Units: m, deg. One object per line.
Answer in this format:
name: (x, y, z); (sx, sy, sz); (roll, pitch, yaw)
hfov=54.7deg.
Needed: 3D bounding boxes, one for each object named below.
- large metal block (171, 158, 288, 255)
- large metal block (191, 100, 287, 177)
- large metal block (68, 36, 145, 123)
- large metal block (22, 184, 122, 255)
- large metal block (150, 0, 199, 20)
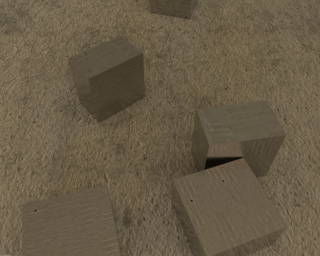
large metal block: (0.064, 0.087, 0.315); (0.081, 0.050, 0.080); (-15, 52, -13)
large metal block: (0.083, 0.019, 0.352); (0.081, 0.080, 0.050); (-8, 51, -7)
large metal block: (-0.069, -0.066, 0.422); (0.080, 0.080, 0.050); (-32, 57, -24)
large metal block: (-0.080, 0.110, 0.294); (0.081, 0.050, 0.080); (-12, 51, -10)
large metal block: (0.031, -0.262, 0.608); (0.080, 0.050, 0.080); (13, 51, 11)
